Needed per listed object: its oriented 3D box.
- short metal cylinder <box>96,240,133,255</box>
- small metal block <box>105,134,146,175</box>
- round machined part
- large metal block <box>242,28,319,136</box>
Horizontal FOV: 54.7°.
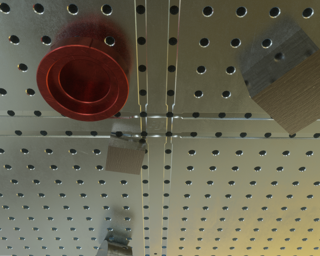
[{"bbox_3d":[-0.093,0.264,0.599,0.050,0.080,0.080,22,127,-18],"label":"short metal cylinder"},{"bbox_3d":[-0.050,0.038,0.444,0.050,0.025,0.050,9,130,-8],"label":"small metal block"},{"bbox_3d":[-0.083,-0.058,0.350,0.099,0.042,0.097,0,130,0],"label":"round machined part"},{"bbox_3d":[0.156,-0.050,0.354,0.080,0.050,0.080,36,122,-27],"label":"large metal block"}]
